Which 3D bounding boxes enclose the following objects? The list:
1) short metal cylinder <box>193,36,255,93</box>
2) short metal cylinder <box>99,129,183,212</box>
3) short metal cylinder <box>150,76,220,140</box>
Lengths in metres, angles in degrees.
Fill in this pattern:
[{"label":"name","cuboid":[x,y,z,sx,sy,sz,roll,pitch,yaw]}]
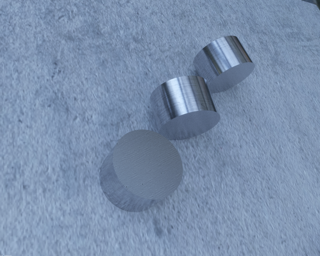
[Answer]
[{"label":"short metal cylinder","cuboid":[0.099,-0.097,0.484,0.081,0.080,0.050,-13,69,-34]},{"label":"short metal cylinder","cuboid":[-0.022,0.048,0.348,0.081,0.050,0.080,14,56,-21]},{"label":"short metal cylinder","cuboid":[0.032,-0.024,0.402,0.081,0.080,0.050,-1,62,-29]}]
